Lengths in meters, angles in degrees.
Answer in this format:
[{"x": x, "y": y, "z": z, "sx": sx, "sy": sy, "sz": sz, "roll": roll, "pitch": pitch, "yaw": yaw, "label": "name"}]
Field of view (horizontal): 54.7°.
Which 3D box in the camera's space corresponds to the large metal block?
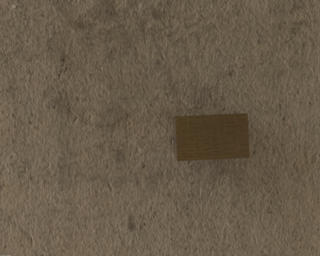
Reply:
[{"x": 0.058, "y": 0.010, "z": 0.383, "sx": 0.081, "sy": 0.080, "sz": 0.050, "roll": -3, "pitch": 90, "yaw": -1, "label": "large metal block"}]
